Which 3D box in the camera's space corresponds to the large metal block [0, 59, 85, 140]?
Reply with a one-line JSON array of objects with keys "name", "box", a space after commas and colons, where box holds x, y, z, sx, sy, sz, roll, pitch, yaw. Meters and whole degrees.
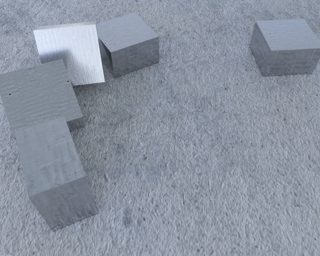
[{"name": "large metal block", "box": [-0.148, -0.031, 0.392, 0.081, 0.050, 0.080, -19, 80, -15]}]

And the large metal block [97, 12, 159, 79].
[{"name": "large metal block", "box": [-0.056, -0.135, 0.500, 0.081, 0.050, 0.080, -24, 54, -19]}]

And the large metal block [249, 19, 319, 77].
[{"name": "large metal block", "box": [0.199, -0.130, 0.497, 0.081, 0.050, 0.080, -4, 50, -3]}]

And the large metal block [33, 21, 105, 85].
[{"name": "large metal block", "box": [-0.126, -0.107, 0.447, 0.081, 0.079, 0.050, -8, 25, -7]}]

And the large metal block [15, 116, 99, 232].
[{"name": "large metal block", "box": [-0.107, 0.049, 0.326, 0.050, 0.080, 0.080, -20, 53, -16]}]
